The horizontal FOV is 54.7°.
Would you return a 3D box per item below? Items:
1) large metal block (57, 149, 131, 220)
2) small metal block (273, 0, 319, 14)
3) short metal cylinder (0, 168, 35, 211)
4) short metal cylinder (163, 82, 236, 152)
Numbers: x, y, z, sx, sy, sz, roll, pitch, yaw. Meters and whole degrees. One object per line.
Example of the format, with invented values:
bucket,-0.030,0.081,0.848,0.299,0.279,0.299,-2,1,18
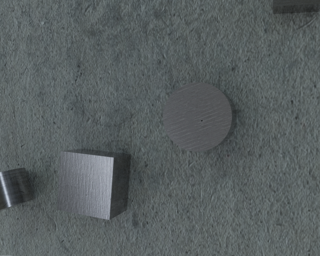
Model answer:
large metal block,-0.090,0.074,0.427,0.080,0.050,0.079,5,92,20
small metal block,0.157,-0.161,0.353,0.050,0.025,0.050,4,91,20
short metal cylinder,-0.236,0.096,0.463,0.080,0.080,0.050,-21,83,19
short metal cylinder,0.050,-0.013,0.378,0.080,0.050,0.079,0,90,20
